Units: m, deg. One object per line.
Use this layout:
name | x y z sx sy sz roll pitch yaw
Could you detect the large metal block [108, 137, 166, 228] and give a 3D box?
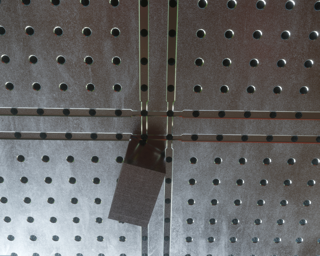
large metal block | -0.029 0.069 0.409 0.050 0.080 0.080 16 109 -6
